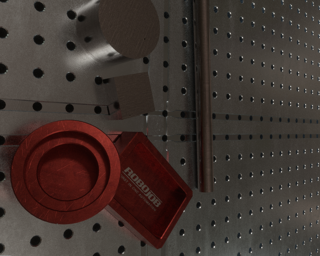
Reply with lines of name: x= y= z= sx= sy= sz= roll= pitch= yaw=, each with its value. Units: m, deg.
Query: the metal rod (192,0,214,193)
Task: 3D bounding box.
metal rod: x=0.065 y=-0.054 z=0.466 sx=0.025 sy=0.025 sz=0.298 roll=-3 pitch=92 yaw=-40

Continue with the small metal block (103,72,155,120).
small metal block: x=-0.037 y=-0.040 z=0.380 sx=0.050 sy=0.025 sz=0.050 roll=-18 pitch=102 yaw=-39

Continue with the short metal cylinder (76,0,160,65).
short metal cylinder: x=-0.047 y=-0.116 z=0.355 sx=0.081 sy=0.050 sz=0.079 roll=0 pitch=90 yaw=-40

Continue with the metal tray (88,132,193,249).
metal tray: x=-0.021 y=0.078 z=0.389 sx=0.130 sy=0.030 sz=0.090 roll=52 pitch=60 yaw=-28

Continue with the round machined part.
round machined part: x=-0.090 y=0.044 z=0.306 sx=0.099 sy=0.042 sz=0.098 roll=5 pitch=72 yaw=-14
